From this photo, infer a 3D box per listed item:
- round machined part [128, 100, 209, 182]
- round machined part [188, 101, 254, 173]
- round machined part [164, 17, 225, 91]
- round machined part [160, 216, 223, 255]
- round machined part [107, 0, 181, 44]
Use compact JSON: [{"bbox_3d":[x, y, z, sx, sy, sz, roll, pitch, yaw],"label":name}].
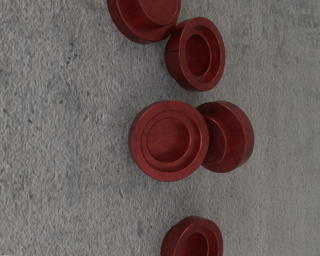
[{"bbox_3d":[0.008,0.014,0.386,0.099,0.042,0.097,-2,97,-19],"label":"round machined part"},{"bbox_3d":[0.072,0.014,0.416,0.042,0.098,0.097,-14,99,-43],"label":"round machined part"},{"bbox_3d":[0.044,-0.099,0.427,0.099,0.042,0.097,-5,96,-44],"label":"round machined part"},{"bbox_3d":[0.040,0.170,0.427,0.099,0.042,0.097,0,90,-40],"label":"round machined part"},{"bbox_3d":[-0.012,-0.157,0.383,0.099,0.042,0.097,0,90,-40],"label":"round machined part"}]
